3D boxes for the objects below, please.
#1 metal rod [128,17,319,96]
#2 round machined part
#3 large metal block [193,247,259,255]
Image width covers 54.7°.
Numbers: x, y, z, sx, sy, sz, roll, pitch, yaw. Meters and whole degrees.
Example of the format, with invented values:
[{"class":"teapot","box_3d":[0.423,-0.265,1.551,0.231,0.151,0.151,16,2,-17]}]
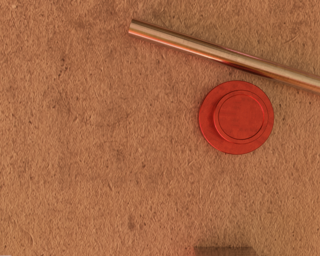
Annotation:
[{"class":"metal rod","box_3d":[0.106,-0.089,0.411,0.302,0.025,0.025,17,90,-1]},{"class":"round machined part","box_3d":[0.100,-0.014,0.403,0.099,0.042,0.097,0,90,-1]},{"class":"large metal block","box_3d":[0.086,0.203,0.399,0.081,0.050,0.079,0,90,-1]}]
